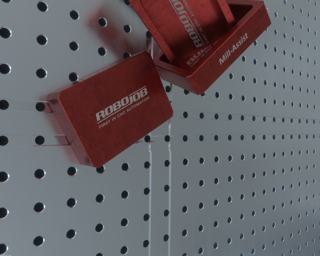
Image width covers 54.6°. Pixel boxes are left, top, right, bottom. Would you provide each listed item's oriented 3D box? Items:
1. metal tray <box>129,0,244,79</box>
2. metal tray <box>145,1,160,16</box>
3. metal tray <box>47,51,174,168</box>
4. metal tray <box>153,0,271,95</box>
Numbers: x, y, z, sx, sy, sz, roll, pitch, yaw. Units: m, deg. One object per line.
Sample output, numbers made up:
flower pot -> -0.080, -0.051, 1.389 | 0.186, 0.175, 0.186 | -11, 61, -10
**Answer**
metal tray -> 0.035, -0.127, 0.365 | 0.090, 0.030, 0.130 | -31, 124, 12
metal tray -> 0.004, -0.227, 0.407 | 0.090, 0.030, 0.130 | 32, 70, -35
metal tray -> -0.050, -0.025, 0.363 | 0.131, 0.030, 0.090 | -35, 112, -34
metal tray -> 0.061, -0.106, 0.388 | 0.130, 0.090, 0.030 | -45, 127, -8
